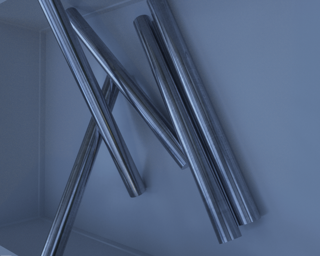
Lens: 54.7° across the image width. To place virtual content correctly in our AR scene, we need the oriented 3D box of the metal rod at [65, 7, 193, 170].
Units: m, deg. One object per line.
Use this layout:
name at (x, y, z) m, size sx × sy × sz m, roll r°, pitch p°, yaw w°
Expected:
metal rod at (-0.052, -0.067, 0.428) m, size 0.300 × 0.025 × 0.025 m, roll 51°, pitch 120°, yaw 20°

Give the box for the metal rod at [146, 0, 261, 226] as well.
metal rod at (0.044, -0.036, 0.368) m, size 0.025 × 0.025 × 0.299 m, roll -32°, pitch 70°, yaw 35°

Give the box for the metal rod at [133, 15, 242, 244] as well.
metal rod at (0.024, -0.015, 0.373) m, size 0.025 × 0.025 × 0.299 m, roll -35°, pitch 65°, yaw 34°

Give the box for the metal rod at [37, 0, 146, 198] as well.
metal rod at (-0.088, -0.044, 0.403) m, size 0.025 × 0.025 × 0.299 m, roll -14°, pitch 105°, yaw 39°

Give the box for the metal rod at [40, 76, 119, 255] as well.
metal rod at (-0.103, 0.057, 0.409) m, size 0.025 × 0.025 × 0.299 m, roll -3°, pitch 63°, yaw 39°
